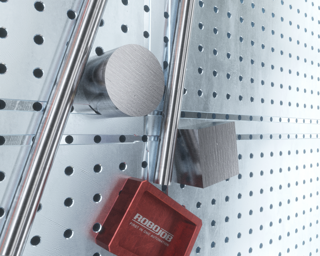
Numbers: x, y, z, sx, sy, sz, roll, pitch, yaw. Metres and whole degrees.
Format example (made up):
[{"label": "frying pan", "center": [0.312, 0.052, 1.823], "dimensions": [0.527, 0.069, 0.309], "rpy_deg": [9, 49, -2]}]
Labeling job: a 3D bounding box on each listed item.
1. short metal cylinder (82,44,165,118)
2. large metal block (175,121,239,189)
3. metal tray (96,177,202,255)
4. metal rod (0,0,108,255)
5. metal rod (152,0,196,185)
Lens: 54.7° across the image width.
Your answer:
[{"label": "short metal cylinder", "center": [-0.041, -0.052, 0.360], "dimensions": [0.081, 0.050, 0.079], "rpy_deg": [0, 90, -40]}, {"label": "large metal block", "center": [0.068, 0.035, 0.452], "dimensions": [0.081, 0.050, 0.079], "rpy_deg": [-11, 97, -40]}, {"label": "metal tray", "center": [-0.007, 0.134, 0.401], "dimensions": [0.130, 0.030, 0.090], "rpy_deg": [42, 65, -32]}, {"label": "metal rod", "center": [-0.106, -0.019, 0.321], "dimensions": [0.025, 0.025, 0.299], "rpy_deg": [25, 75, -38]}, {"label": "metal rod", "center": [0.023, -0.072, 0.430], "dimensions": [0.025, 0.025, 0.298], "rpy_deg": [14, 81, -40]}]
